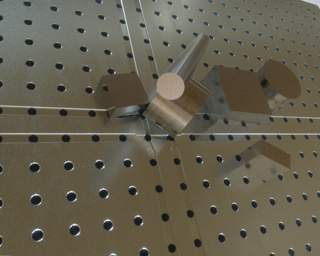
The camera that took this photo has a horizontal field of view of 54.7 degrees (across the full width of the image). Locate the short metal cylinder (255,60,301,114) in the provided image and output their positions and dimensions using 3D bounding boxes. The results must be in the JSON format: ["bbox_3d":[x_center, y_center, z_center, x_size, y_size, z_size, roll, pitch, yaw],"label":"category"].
[{"bbox_3d":[0.196,-0.071,0.540,0.081,0.050,0.080,14,56,-21],"label":"short metal cylinder"}]

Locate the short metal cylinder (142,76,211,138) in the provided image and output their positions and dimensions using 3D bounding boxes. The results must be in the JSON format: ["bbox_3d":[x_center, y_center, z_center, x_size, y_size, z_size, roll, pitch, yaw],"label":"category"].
[{"bbox_3d":[0.021,-0.034,0.405,0.050,0.080,0.080,37,51,-4],"label":"short metal cylinder"}]

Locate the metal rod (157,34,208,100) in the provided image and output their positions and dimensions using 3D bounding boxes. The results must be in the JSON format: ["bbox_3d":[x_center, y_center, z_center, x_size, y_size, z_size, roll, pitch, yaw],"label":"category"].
[{"bbox_3d":[0.042,-0.095,0.408,0.025,0.025,0.301,37,26,-4],"label":"metal rod"}]

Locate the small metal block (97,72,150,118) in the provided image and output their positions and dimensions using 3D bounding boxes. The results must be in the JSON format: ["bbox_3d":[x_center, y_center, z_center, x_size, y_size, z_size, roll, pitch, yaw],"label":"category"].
[{"bbox_3d":[-0.048,-0.044,0.409,0.050,0.025,0.050,-12,68,-33],"label":"small metal block"}]

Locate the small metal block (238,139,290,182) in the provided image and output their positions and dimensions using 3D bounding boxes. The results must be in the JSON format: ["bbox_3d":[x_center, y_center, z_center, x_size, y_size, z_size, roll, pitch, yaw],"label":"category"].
[{"bbox_3d":[0.148,0.048,0.442,0.050,0.050,0.025,27,53,-12],"label":"small metal block"}]

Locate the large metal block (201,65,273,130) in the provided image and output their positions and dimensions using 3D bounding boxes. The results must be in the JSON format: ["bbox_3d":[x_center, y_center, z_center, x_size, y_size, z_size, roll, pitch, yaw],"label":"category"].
[{"bbox_3d":[0.115,-0.045,0.481,0.081,0.050,0.080,4,60,-26],"label":"large metal block"}]
